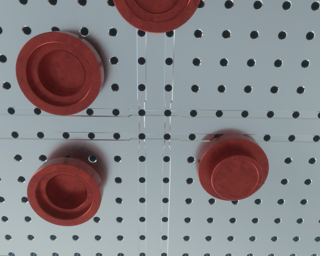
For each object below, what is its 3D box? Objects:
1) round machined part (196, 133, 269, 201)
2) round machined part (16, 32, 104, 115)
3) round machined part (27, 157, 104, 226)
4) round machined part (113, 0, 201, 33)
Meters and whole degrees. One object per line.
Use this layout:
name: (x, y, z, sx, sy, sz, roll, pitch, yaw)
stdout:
round machined part: (0.102, 0.060, 0.428, 0.099, 0.042, 0.097, 0, 110, -1)
round machined part: (-0.118, -0.068, 0.378, 0.099, 0.042, 0.097, 0, 110, -1)
round machined part: (-0.128, 0.085, 0.434, 0.099, 0.042, 0.097, 0, 110, -1)
round machined part: (-0.003, -0.158, 0.346, 0.099, 0.042, 0.097, 0, 110, -1)
